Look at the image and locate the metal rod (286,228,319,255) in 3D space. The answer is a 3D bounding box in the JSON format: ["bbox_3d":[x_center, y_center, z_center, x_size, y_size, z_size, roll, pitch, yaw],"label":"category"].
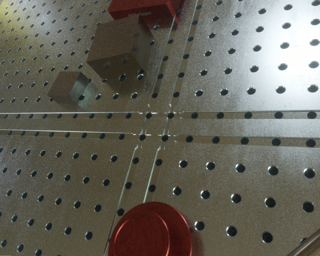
[{"bbox_3d":[0.065,0.168,0.270,0.300,0.025,0.025,-40,51,0],"label":"metal rod"}]

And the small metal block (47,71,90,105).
[{"bbox_3d":[-0.157,-0.069,0.530,0.050,0.025,0.050,7,65,31],"label":"small metal block"}]

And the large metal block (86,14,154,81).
[{"bbox_3d":[-0.063,-0.129,0.503,0.080,0.050,0.080,-5,59,25],"label":"large metal block"}]

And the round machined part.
[{"bbox_3d":[-0.013,0.125,0.326,0.098,0.042,0.098,-13,56,20],"label":"round machined part"}]

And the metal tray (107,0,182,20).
[{"bbox_3d":[-0.022,-0.240,0.562,0.130,0.030,0.090,5,64,30],"label":"metal tray"}]
